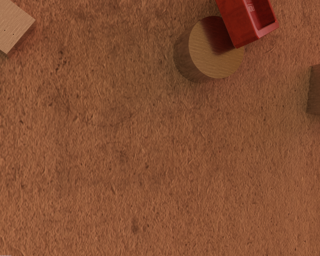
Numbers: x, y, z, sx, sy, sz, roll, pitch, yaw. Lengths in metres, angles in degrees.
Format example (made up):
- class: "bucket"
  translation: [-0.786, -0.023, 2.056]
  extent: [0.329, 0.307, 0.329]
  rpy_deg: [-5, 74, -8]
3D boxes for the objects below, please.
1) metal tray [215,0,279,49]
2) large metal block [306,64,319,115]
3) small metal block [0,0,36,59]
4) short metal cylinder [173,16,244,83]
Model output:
- class: "metal tray"
  translation: [0.116, -0.163, 0.412]
  extent: [0.131, 0.030, 0.090]
  rpy_deg: [-37, 105, -52]
- class: "large metal block"
  translation: [0.284, -0.060, 0.484]
  extent: [0.050, 0.080, 0.080]
  rpy_deg: [9, 87, -20]
- class: "small metal block"
  translation: [-0.175, -0.115, 0.344]
  extent: [0.050, 0.025, 0.050]
  rpy_deg: [37, 78, -16]
- class: "short metal cylinder"
  translation: [0.065, -0.104, 0.419]
  extent: [0.081, 0.050, 0.079]
  rpy_deg: [0, 90, -20]
